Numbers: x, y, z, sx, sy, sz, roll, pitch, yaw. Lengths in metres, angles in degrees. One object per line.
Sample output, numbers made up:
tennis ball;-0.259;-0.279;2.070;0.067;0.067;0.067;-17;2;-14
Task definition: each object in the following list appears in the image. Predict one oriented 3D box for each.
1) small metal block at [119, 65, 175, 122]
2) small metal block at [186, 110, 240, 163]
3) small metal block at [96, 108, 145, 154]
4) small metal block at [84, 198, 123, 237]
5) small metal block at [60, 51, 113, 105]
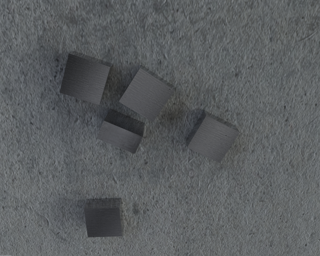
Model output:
small metal block;-0.016;-0.044;0.393;0.050;0.025;0.050;31;107;-11
small metal block;0.069;0.011;0.414;0.050;0.025;0.050;26;108;-10
small metal block;-0.049;0.003;0.397;0.050;0.050;0.025;23;109;-9
small metal block;-0.082;0.132;0.458;0.050;0.025;0.050;-2;110;0
small metal block;-0.091;-0.062;0.386;0.050;0.025;0.050;18;109;-7
